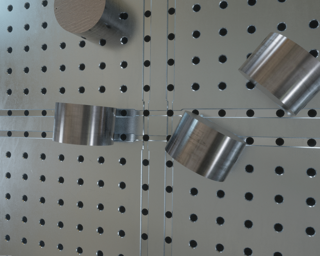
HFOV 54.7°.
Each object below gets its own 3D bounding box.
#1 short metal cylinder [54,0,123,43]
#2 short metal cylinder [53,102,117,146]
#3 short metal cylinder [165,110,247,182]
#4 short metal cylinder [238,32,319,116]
[{"bbox_3d":[-0.099,-0.166,0.434,0.080,0.050,0.079,0,90,20],"label":"short metal cylinder"},{"bbox_3d":[-0.101,-0.006,0.419,0.080,0.080,0.050,6,92,20],"label":"short metal cylinder"},{"bbox_3d":[0.053,0.020,0.365,0.080,0.080,0.050,30,100,17],"label":"short metal cylinder"},{"bbox_3d":[0.133,-0.058,0.336,0.080,0.080,0.050,43,104,15],"label":"short metal cylinder"}]
